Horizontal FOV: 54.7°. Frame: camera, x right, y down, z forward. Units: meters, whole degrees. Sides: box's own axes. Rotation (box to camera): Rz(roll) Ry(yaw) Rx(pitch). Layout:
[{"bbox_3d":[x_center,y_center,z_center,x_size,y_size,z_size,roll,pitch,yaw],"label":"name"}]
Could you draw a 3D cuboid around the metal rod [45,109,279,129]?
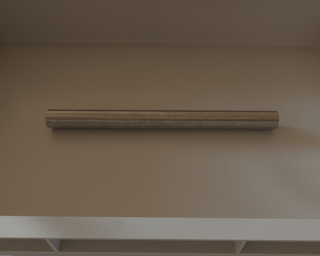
[{"bbox_3d":[0.003,-0.012,0.412,0.302,0.025,0.025,0,50,0],"label":"metal rod"}]
